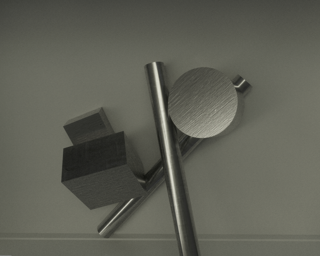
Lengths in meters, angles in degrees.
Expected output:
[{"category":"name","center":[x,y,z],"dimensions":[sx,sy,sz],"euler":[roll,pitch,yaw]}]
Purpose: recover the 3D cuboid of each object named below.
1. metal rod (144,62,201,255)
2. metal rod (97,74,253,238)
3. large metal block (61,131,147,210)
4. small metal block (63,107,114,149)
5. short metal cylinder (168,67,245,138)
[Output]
[{"category":"metal rod","center":[0.020,0.068,0.374],"dimensions":[0.025,0.025,0.298],"euler":[-11,86,3]},{"category":"metal rod","center":[0.012,0.048,0.429],"dimensions":[0.025,0.025,0.299],"euler":[38,105,-13]},{"category":"large metal block","center":[-0.069,0.057,0.400],"dimensions":[0.080,0.050,0.080],"euler":[-16,139,5]},{"category":"small metal block","center":[-0.091,0.006,0.412],"dimensions":[0.050,0.025,0.050],"euler":[-21,109,7]},{"category":"short metal cylinder","center":[0.056,-0.028,0.370],"dimensions":[0.080,0.050,0.079],"euler":[0,89,23]}]
